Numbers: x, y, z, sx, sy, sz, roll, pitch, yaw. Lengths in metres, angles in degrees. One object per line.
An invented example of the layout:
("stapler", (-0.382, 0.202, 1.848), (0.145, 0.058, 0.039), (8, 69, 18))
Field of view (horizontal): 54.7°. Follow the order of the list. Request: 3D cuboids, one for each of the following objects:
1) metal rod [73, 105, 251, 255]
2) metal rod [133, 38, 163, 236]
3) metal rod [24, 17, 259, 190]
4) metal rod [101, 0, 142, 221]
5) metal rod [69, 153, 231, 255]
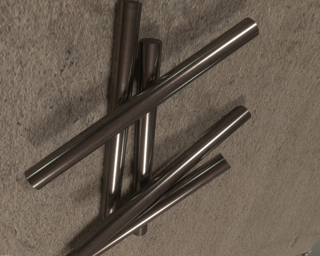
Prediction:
("metal rod", (0.013, 0.067, 0.429), (0.301, 0.025, 0.025), (-38, 130, -14))
("metal rod", (-0.021, 0.032, 0.416), (0.025, 0.025, 0.298), (-9, 123, -24))
("metal rod", (-0.015, -0.031, 0.347), (0.301, 0.025, 0.025), (-36, 129, -6))
("metal rod", (-0.052, 0.003, 0.381), (0.025, 0.025, 0.298), (-5, 121, -26))
("metal rod", (-0.032, 0.130, 0.441), (0.300, 0.025, 0.025), (-35, 130, 7))
